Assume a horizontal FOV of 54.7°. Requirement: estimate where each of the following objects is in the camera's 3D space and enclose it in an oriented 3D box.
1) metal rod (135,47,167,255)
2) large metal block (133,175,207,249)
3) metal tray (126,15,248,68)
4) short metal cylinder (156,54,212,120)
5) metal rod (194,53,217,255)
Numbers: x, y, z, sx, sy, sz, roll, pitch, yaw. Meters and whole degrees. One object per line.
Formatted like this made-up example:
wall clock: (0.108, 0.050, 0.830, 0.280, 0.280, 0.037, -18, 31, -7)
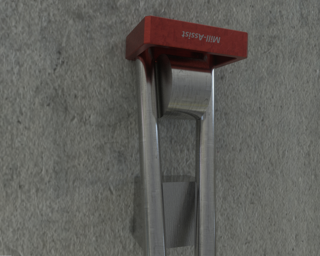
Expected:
metal rod: (-0.011, 0.042, 0.359, 0.025, 0.025, 0.299, 2, 74, -20)
large metal block: (0.011, 0.105, 0.400, 0.081, 0.050, 0.079, 2, 90, -20)
metal tray: (0.031, -0.102, 0.388, 0.131, 0.090, 0.030, 2, 90, -20)
short metal cylinder: (0.023, -0.050, 0.391, 0.050, 0.080, 0.079, 2, 90, -21)
metal rod: (0.056, 0.046, 0.383, 0.025, 0.025, 0.299, 9, 72, -20)
